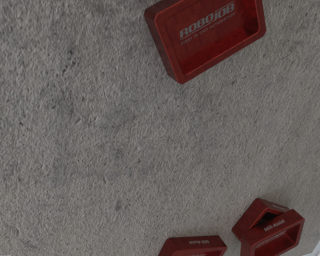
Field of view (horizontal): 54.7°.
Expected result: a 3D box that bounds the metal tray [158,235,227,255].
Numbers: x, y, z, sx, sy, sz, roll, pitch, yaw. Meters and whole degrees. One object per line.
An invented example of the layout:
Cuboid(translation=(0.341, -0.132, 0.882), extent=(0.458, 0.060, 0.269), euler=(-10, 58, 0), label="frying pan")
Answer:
Cuboid(translation=(0.056, 0.250, 0.588), extent=(0.131, 0.030, 0.089), euler=(11, 113, -33), label="metal tray")

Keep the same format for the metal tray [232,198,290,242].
Cuboid(translation=(0.221, 0.200, 0.648), extent=(0.131, 0.030, 0.090), euler=(24, 106, -37), label="metal tray")

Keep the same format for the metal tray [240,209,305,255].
Cuboid(translation=(0.226, 0.226, 0.627), extent=(0.131, 0.030, 0.089), euler=(-18, 126, -18), label="metal tray")

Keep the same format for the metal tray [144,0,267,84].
Cuboid(translation=(0.057, -0.121, 0.359), extent=(0.131, 0.030, 0.090), euler=(-32, 129, -8), label="metal tray")
